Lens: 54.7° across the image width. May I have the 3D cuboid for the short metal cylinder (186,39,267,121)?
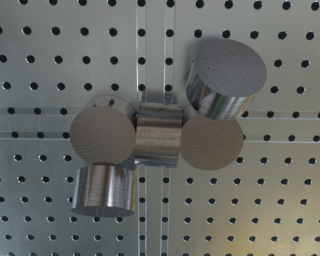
[{"bbox_3d":[0.074,-0.055,0.358,0.081,0.080,0.050,8,151,-4],"label":"short metal cylinder"}]

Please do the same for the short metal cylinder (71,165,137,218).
[{"bbox_3d":[-0.073,0.086,0.409,0.081,0.050,0.080,1,154,1],"label":"short metal cylinder"}]

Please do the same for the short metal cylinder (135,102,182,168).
[{"bbox_3d":[-0.003,0.009,0.387,0.050,0.080,0.079,5,110,-2],"label":"short metal cylinder"}]

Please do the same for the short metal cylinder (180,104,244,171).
[{"bbox_3d":[0.062,0.008,0.403,0.081,0.050,0.079,0,110,-1],"label":"short metal cylinder"}]

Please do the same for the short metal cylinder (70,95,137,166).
[{"bbox_3d":[-0.069,0.003,0.399,0.081,0.050,0.079,0,110,-1],"label":"short metal cylinder"}]
